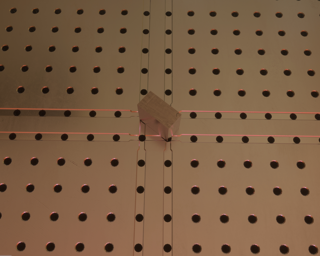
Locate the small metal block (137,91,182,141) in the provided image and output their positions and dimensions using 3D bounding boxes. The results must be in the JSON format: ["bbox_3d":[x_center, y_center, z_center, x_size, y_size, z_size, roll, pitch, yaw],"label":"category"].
[{"bbox_3d":[-0.001,-0.014,0.403,0.050,0.050,0.025,38,74,12],"label":"small metal block"}]
